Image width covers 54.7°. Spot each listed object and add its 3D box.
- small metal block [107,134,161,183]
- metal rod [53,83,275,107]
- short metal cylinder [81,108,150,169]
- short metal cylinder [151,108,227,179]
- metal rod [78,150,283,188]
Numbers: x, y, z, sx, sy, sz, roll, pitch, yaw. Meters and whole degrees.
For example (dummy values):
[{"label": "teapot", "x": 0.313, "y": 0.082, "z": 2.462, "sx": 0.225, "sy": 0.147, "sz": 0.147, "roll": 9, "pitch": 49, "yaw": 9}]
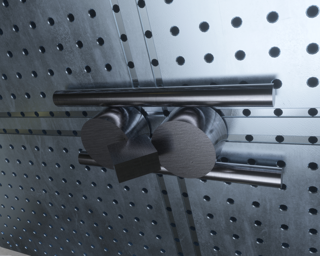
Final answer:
[{"label": "small metal block", "x": -0.032, "y": 0.035, "z": 0.369, "sx": 0.050, "sy": 0.050, "sz": 0.025, "roll": -16, "pitch": 116, "yaw": -12}, {"label": "metal rod", "x": -0.015, "y": -0.039, "z": 0.390, "sx": 0.301, "sy": 0.025, "sz": 0.025, "roll": 2, "pitch": 119, "yaw": 27}, {"label": "short metal cylinder", "x": -0.061, "y": 0.011, "z": 0.429, "sx": 0.080, "sy": 0.050, "sz": 0.079, "roll": 13, "pitch": 124, "yaw": 21}, {"label": "short metal cylinder", "x": 0.036, "y": 0.015, "z": 0.381, "sx": 0.080, "sy": 0.050, "sz": 0.079, "roll": 13, "pitch": 124, "yaw": 21}, {"label": "metal rod", "x": 0.010, "y": 0.053, "z": 0.434, "sx": 0.301, "sy": 0.025, "sz": 0.025, "roll": 2, "pitch": 120, "yaw": 27}]
